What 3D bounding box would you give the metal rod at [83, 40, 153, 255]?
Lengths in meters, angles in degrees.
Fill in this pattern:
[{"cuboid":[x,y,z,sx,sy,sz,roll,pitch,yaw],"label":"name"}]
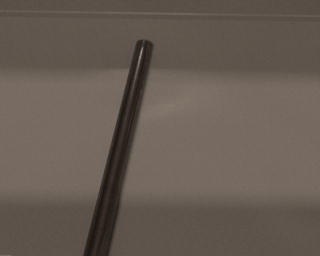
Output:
[{"cuboid":[-0.050,0.016,0.402,0.025,0.025,0.299,10,70,3],"label":"metal rod"}]
